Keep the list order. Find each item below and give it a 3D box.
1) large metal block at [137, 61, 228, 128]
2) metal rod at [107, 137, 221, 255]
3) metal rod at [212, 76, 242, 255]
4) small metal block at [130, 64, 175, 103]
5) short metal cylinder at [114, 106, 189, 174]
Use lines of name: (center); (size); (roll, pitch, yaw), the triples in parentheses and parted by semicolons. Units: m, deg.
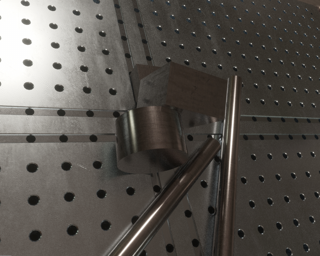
large metal block: (0.025, -0.037, 0.388); (0.081, 0.080, 0.050); (13, 77, -26)
metal rod: (-0.011, 0.104, 0.340); (0.025, 0.025, 0.302); (45, 51, 2)
metal rod: (0.099, 0.038, 0.440); (0.025, 0.025, 0.300); (24, 53, -14)
small metal block: (-0.011, -0.061, 0.441); (0.050, 0.025, 0.050); (2, 61, -28)
short metal cylinder: (-0.011, 0.016, 0.358); (0.081, 0.080, 0.050); (5, 61, -26)
